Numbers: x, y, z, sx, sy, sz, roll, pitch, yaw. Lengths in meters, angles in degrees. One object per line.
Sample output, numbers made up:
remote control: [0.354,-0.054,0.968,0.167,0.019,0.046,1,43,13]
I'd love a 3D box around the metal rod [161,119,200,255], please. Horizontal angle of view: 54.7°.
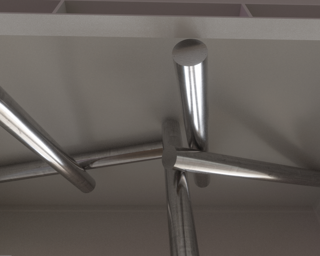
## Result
metal rod: [0.020,0.087,0.294,0.025,0.300,0.025,-1,126,-2]

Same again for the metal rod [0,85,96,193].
metal rod: [-0.129,0.014,0.329,0.025,0.025,0.299,-7,151,6]

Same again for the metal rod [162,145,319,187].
metal rod: [0.131,0.055,0.398,0.302,0.025,0.025,12,132,-34]

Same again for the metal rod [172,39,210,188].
metal rod: [0.043,0.014,0.350,0.025,0.025,0.299,-7,152,6]

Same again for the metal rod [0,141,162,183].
metal rod: [-0.138,0.053,0.452,0.301,0.025,0.025,-9,130,7]
